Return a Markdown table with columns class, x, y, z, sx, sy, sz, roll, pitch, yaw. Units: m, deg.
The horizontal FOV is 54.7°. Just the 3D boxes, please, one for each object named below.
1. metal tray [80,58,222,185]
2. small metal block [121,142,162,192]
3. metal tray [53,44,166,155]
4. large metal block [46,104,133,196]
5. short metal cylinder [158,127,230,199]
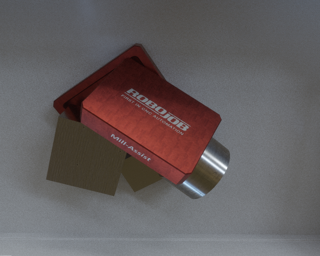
| class | x | y | z | sx | sy | sz | roll | pitch | yaw |
| --- | --- | --- | --- | --- | --- | --- | --- | --- | --- |
| metal tray | -0.008 | -0.011 | 0.340 | 0.130 | 0.090 | 0.030 | 33 | 145 | 3 |
| small metal block | -0.025 | 0.053 | 0.429 | 0.050 | 0.025 | 0.050 | -27 | 108 | 9 |
| metal tray | -0.054 | -0.034 | 0.393 | 0.130 | 0.030 | 0.090 | -32 | 107 | 10 |
| large metal block | -0.081 | 0.025 | 0.370 | 0.080 | 0.050 | 0.079 | 15 | 109 | -6 |
| short metal cylinder | 0.043 | 0.043 | 0.398 | 0.050 | 0.080 | 0.080 | 38 | 106 | -13 |
